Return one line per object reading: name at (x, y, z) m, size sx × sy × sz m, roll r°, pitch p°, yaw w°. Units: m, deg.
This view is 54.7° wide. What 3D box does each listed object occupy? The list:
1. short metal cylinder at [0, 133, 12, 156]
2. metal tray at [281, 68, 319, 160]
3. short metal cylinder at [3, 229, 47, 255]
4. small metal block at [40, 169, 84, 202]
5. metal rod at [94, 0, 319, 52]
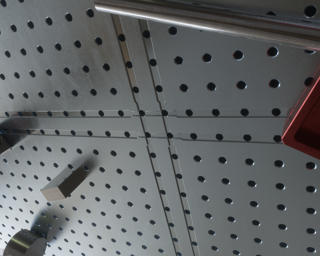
short metal cylinder at (-0.324, 0.041, 0.568) m, size 0.080 × 0.080 × 0.050 m, roll -29°, pitch 103°, yaw 37°
metal tray at (0.201, 0.001, 0.302) m, size 0.130 × 0.030 × 0.089 m, roll 25°, pitch 127°, yaw 12°
short metal cylinder at (-0.306, 0.279, 0.706) m, size 0.050 × 0.080 × 0.079 m, roll 19°, pitch 126°, yaw 17°
small metal block at (-0.172, 0.101, 0.546) m, size 0.050 × 0.050 × 0.025 m, roll -17°, pitch 109°, yaw 34°
metal rod at (0.069, -0.105, 0.308) m, size 0.301 × 0.025 × 0.025 m, roll 17°, pitch 125°, yaw 18°
